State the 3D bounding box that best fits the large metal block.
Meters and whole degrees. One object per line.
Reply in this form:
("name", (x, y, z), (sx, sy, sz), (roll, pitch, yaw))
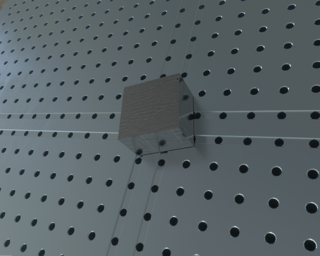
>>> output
("large metal block", (-0.003, -0.016, 0.403), (0.080, 0.050, 0.080), (-11, 57, 22))
